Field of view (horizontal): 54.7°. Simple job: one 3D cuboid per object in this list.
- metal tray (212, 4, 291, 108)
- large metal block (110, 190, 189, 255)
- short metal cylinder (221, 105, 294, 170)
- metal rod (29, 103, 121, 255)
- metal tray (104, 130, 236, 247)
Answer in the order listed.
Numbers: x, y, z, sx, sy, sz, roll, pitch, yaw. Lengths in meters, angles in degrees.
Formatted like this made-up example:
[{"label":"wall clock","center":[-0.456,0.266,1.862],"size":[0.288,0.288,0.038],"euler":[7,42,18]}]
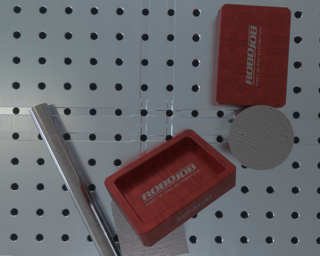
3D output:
[{"label":"metal tray","center":[0.120,-0.093,0.412],"size":[0.091,0.030,0.129],"euler":[3,90,0]},{"label":"large metal block","center":[-0.012,0.121,0.401],"size":[0.080,0.050,0.080],"euler":[-12,90,0]},{"label":"short metal cylinder","center":[0.123,0.012,0.402],"size":[0.081,0.050,0.079],"euler":[0,90,0]},{"label":"metal rod","center":[-0.096,0.106,0.412],"size":[0.025,0.025,0.299],"euler":[-26,90,0]},{"label":"metal tray","center":[0.013,0.064,0.366],"size":[0.131,0.030,0.090],"euler":[-30,47,-18]}]
